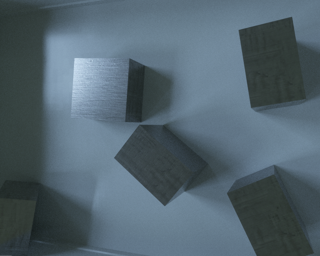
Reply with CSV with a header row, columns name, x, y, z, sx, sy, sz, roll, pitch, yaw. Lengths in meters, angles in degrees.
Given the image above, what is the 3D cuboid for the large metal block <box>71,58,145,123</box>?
name,x,y,z,sx,sy,sz,roll,pitch,yaw
large metal block,-0.070,-0.050,0.422,0.080,0.050,0.079,4,92,20

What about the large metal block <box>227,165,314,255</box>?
name,x,y,z,sx,sy,sz,roll,pitch,yaw
large metal block,0.119,0.091,0.339,0.050,0.080,0.080,-27,81,18

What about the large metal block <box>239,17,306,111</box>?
name,x,y,z,sx,sy,sz,roll,pitch,yaw
large metal block,0.122,-0.063,0.338,0.050,0.080,0.080,-9,87,20

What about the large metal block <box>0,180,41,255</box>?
name,x,y,z,sx,sy,sz,roll,pitch,yaw
large metal block,-0.209,0.128,0.448,0.050,0.080,0.080,10,94,-19

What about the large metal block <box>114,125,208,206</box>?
name,x,y,z,sx,sy,sz,roll,pitch,yaw
large metal block,0.005,0.041,0.379,0.080,0.080,0.050,41,103,15
